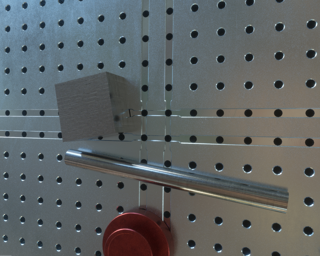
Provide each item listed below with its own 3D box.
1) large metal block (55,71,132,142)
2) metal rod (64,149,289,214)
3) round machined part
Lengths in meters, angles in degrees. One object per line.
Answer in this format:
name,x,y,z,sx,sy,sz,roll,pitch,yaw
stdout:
large metal block,-0.092,-0.027,0.430,0.080,0.050,0.080,-10,87,19
metal rod,0.007,0.065,0.409,0.301,0.025,0.025,9,93,19
round machined part,-0.035,0.163,0.415,0.098,0.042,0.097,0,90,19
